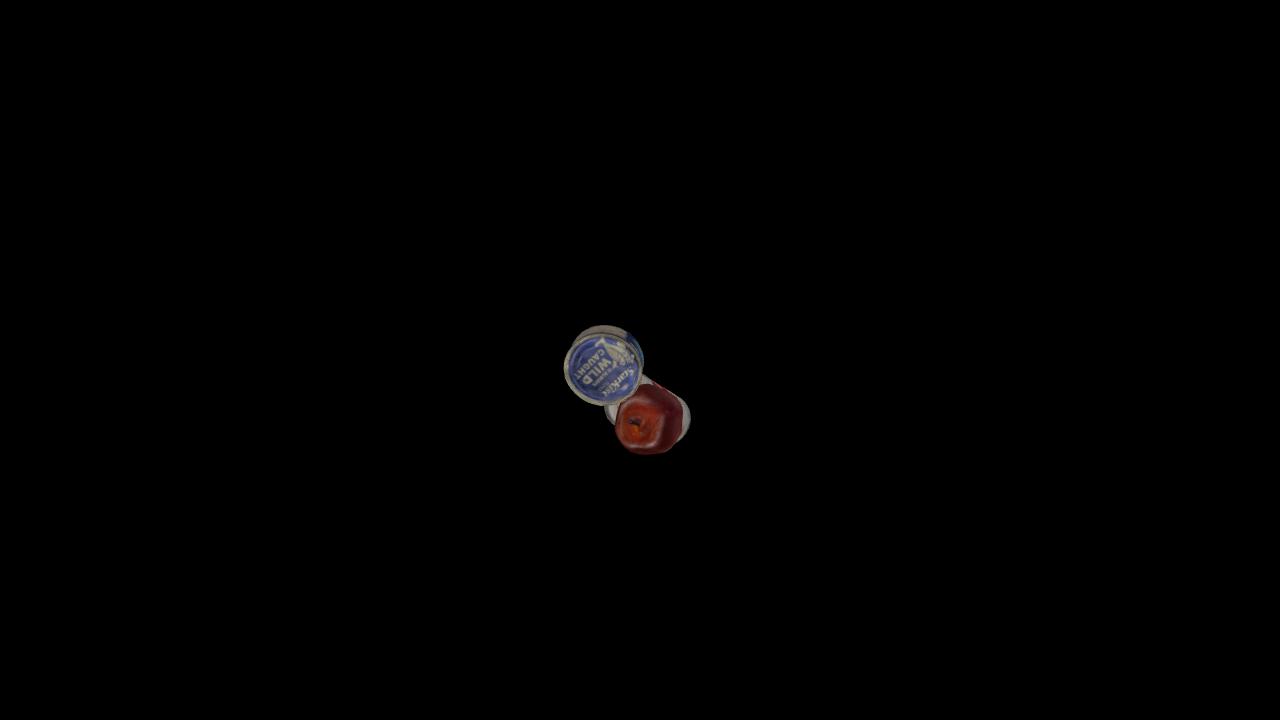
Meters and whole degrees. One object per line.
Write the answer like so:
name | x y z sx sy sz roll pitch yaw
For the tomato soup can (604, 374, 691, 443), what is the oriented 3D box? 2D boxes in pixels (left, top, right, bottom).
tomato soup can | 0.012 0.061 0.736 0.068 0.068 0.101 0 -19 31

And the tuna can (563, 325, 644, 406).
tuna can | -0.038 0.005 0.663 0.084 0.084 0.034 0 23 5

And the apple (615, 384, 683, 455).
apple | 0.011 0.066 0.686 0.079 0.079 0.093 0 0 23
